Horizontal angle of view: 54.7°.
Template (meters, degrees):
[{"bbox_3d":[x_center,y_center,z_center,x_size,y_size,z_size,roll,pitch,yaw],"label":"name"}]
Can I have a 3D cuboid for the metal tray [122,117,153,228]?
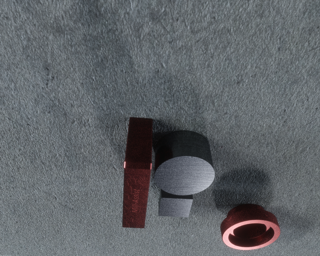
[{"bbox_3d":[-0.031,0.061,0.416,0.030,0.090,0.129,4,130,-4],"label":"metal tray"}]

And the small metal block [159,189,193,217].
[{"bbox_3d":[0.025,0.122,0.511,0.050,0.025,0.050,4,130,-4],"label":"small metal block"}]

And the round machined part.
[{"bbox_3d":[0.155,0.170,0.544,0.099,0.042,0.097,-1,130,0],"label":"round machined part"}]

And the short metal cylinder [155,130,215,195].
[{"bbox_3d":[0.033,0.049,0.434,0.081,0.050,0.079,0,130,0],"label":"short metal cylinder"}]
